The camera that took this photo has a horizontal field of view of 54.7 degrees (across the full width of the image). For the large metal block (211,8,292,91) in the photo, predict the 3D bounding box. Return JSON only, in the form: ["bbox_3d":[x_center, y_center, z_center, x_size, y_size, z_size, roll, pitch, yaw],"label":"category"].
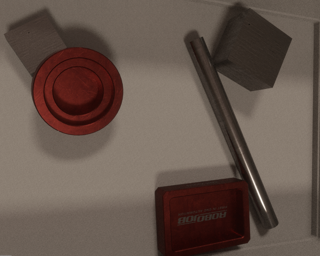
[{"bbox_3d":[0.130,-0.109,0.447,0.080,0.050,0.080,27,81,-19],"label":"large metal block"}]

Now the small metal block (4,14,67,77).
[{"bbox_3d":[-0.141,-0.094,0.359,0.050,0.025,0.050,-35,102,-17],"label":"small metal block"}]

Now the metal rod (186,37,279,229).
[{"bbox_3d":[0.109,0.013,0.452,0.025,0.025,0.299,-27,99,-18],"label":"metal rod"}]

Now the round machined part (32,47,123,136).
[{"bbox_3d":[-0.096,-0.043,0.358,0.099,0.042,0.097,-7,107,-25],"label":"round machined part"}]

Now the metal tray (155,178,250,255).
[{"bbox_3d":[0.061,0.122,0.431,0.131,0.030,0.089,-3,91,-20],"label":"metal tray"}]
